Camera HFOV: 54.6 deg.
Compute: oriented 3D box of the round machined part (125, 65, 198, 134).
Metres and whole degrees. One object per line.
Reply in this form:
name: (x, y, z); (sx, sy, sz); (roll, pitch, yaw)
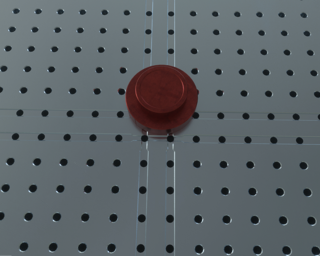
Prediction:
round machined part: (0.002, -0.044, 0.419); (0.099, 0.042, 0.098); (0, 70, 0)
